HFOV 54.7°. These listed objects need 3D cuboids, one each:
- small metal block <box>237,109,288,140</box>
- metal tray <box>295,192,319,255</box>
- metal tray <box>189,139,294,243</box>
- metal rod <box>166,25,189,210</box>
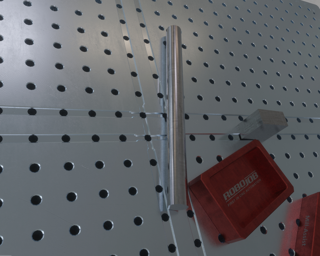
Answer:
[{"bbox_3d":[0.158,-0.004,0.479,0.050,0.050,0.025,4,60,-26],"label":"small metal block"},{"bbox_3d":[0.238,0.166,0.431,0.090,0.030,0.130,35,51,-5],"label":"metal tray"},{"bbox_3d":[0.113,0.079,0.416,0.131,0.030,0.090,-25,75,-37],"label":"metal tray"},{"bbox_3d":[0.022,-0.035,0.440,0.025,0.025,0.299,14,56,-21],"label":"metal rod"}]
